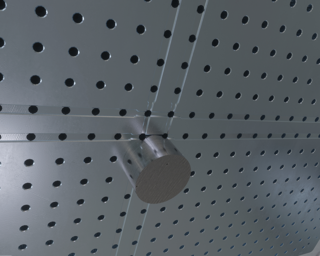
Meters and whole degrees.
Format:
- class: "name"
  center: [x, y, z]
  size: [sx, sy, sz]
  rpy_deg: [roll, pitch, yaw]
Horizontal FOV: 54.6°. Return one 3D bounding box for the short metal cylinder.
- class: "short metal cylinder"
  center: [-0.005, 0.057, 0.426]
  size: [0.081, 0.050, 0.080]
  rpy_deg: [-14, 124, -21]
